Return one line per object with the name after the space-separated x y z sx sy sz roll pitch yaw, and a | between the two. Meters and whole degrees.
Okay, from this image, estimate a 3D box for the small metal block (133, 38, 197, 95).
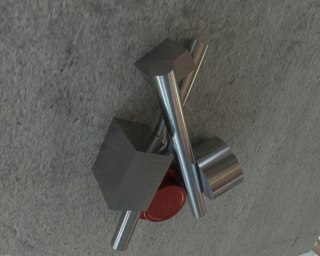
0.005 -0.071 0.352 0.050 0.050 0.025 -38 130 -3 | small metal block

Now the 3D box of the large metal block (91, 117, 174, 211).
-0.037 0.044 0.381 0.050 0.080 0.079 12 112 -34 | large metal block

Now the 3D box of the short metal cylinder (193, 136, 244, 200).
0.077 0.058 0.453 0.050 0.080 0.080 -29 129 -11 | short metal cylinder

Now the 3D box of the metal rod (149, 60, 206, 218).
0.033 0.040 0.408 0.025 0.025 0.299 -29 137 -10 | metal rod

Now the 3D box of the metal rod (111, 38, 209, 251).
-0.005 0.032 0.407 0.025 0.025 0.298 12 106 -34 | metal rod

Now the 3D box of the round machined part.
0.000 0.101 0.462 0.099 0.042 0.097 -14 125 -21 | round machined part
